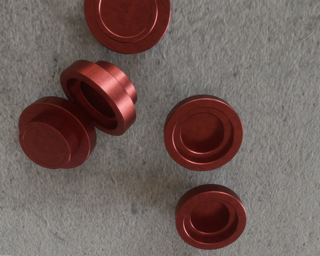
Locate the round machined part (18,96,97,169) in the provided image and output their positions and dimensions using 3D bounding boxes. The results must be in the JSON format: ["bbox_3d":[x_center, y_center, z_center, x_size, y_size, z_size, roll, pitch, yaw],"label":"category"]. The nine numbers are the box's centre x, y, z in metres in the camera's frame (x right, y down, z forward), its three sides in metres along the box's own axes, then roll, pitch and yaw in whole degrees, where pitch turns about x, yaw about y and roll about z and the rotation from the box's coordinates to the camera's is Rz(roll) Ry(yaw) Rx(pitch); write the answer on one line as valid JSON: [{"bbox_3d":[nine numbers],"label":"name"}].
[{"bbox_3d":[-0.134,0.013,0.389,0.098,0.042,0.097,7,121,12],"label":"round machined part"}]

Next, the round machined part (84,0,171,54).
[{"bbox_3d":[-0.037,-0.133,0.351,0.099,0.042,0.097,0,110,-1],"label":"round machined part"}]

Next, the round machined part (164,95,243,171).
[{"bbox_3d":[0.054,0.003,0.403,0.099,0.042,0.097,0,110,-1],"label":"round machined part"}]

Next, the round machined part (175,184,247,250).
[{"bbox_3d":[0.071,0.123,0.447,0.099,0.042,0.097,0,110,-1],"label":"round machined part"}]

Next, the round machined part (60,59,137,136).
[{"bbox_3d":[-0.066,-0.040,0.366,0.098,0.098,0.042,50,61,-16],"label":"round machined part"}]
